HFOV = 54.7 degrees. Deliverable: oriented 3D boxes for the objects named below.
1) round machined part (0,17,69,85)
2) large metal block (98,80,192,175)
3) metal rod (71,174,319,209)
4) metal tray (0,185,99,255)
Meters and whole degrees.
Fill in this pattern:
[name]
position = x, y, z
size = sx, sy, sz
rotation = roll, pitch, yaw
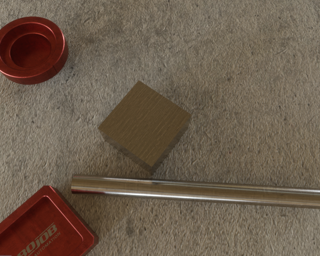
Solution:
[round machined part]
position = -0.178, -0.104, 0.436
size = 0.099, 0.042, 0.098
rotation = 0, 70, 0
[large metal block]
position = -0.018, 0.000, 0.395
size = 0.080, 0.050, 0.080
rotation = 35, 74, 11
[metal rod]
position = 0.045, 0.078, 0.380
size = 0.302, 0.025, 0.025
rotation = 3, 70, 1
[metal tray]
position = -0.148, 0.142, 0.352
size = 0.130, 0.030, 0.090
rotation = -42, 76, -14
